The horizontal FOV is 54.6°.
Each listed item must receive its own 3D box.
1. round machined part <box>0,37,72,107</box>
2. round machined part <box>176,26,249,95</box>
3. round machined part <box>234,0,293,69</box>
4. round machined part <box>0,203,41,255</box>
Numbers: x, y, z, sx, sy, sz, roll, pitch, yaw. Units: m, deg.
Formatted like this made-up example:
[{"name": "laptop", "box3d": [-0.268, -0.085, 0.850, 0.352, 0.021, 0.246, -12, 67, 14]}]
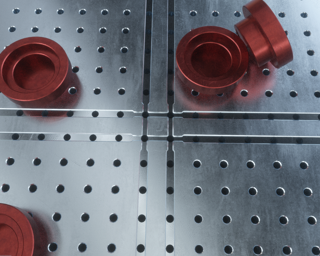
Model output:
[{"name": "round machined part", "box3d": [-0.171, -0.073, 0.429, 0.099, 0.042, 0.098, 0, 70, 0]}, {"name": "round machined part", "box3d": [0.071, -0.091, 0.436, 0.099, 0.042, 0.098, 0, 70, 0]}, {"name": "round machined part", "box3d": [0.137, -0.123, 0.424, 0.042, 0.098, 0.098, -30, 71, 15]}, {"name": "round machined part", "box3d": [-0.184, 0.137, 0.351, 0.099, 0.042, 0.098, 0, 69, 0]}]
